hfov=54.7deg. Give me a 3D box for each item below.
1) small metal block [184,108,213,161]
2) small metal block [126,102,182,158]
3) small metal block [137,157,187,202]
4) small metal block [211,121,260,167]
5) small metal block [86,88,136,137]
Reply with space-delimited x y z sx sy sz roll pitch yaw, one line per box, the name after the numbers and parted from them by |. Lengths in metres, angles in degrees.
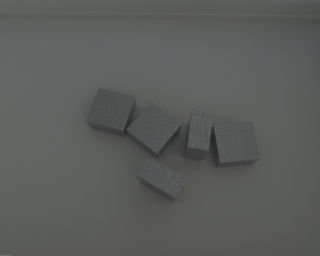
0.048 0.009 0.392 0.025 0.050 0.050 9 70 2 | small metal block
-0.008 0.003 0.406 0.050 0.025 0.050 37 74 12 | small metal block
0.002 0.063 0.371 0.050 0.050 0.025 29 74 9 | small metal block
0.096 0.021 0.401 0.050 0.025 0.050 -5 70 -3 | small metal block
-0.064 -0.021 0.414 0.050 0.025 0.050 14 71 5 | small metal block
